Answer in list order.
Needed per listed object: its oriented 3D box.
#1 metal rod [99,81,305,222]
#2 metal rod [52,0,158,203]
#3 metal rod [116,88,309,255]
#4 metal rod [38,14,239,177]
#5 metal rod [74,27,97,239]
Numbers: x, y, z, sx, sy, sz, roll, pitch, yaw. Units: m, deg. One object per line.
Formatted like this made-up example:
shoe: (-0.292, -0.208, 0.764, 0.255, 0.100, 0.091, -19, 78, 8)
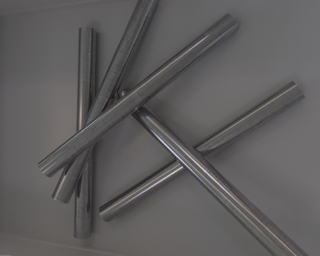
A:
metal rod: (0.041, 0.039, 0.395, 0.300, 0.025, 0.025, -35, 79, 16)
metal rod: (-0.075, -0.039, 0.420, 0.025, 0.025, 0.299, 25, 92, 18)
metal rod: (0.047, 0.048, 0.361, 0.300, 0.025, 0.025, 44, 104, 27)
metal rod: (-0.029, -0.038, 0.390, 0.300, 0.025, 0.025, -38, 78, 4)
metal rod: (-0.108, 0.007, 0.448, 0.025, 0.025, 0.298, 2, 91, 20)
